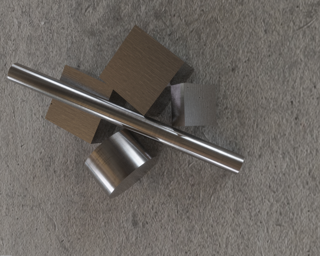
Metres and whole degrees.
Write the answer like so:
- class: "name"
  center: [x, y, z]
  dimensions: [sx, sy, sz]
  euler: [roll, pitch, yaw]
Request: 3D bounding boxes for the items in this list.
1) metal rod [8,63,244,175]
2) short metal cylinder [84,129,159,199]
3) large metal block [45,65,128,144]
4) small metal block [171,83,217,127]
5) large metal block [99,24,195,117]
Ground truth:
- class: "metal rod"
  center: [-0.043, -0.012, 0.381]
  dimensions: [0.301, 0.025, 0.025]
  euler: [22, 98, 2]
- class: "short metal cylinder"
  center: [-0.048, 0.045, 0.397]
  dimensions: [0.080, 0.080, 0.050]
  euler: [-46, 76, 14]
- class: "large metal block"
  center: [-0.100, -0.032, 0.432]
  dimensions: [0.080, 0.050, 0.080]
  euler: [26, 99, 18]
- class: "small metal block"
  center: [0.042, -0.027, 0.380]
  dimensions: [0.025, 0.050, 0.050]
  euler: [-2, 89, 56]
- class: "large metal block"
  center: [-0.016, -0.071, 0.400]
  dimensions: [0.080, 0.050, 0.080]
  euler: [41, 103, 15]
